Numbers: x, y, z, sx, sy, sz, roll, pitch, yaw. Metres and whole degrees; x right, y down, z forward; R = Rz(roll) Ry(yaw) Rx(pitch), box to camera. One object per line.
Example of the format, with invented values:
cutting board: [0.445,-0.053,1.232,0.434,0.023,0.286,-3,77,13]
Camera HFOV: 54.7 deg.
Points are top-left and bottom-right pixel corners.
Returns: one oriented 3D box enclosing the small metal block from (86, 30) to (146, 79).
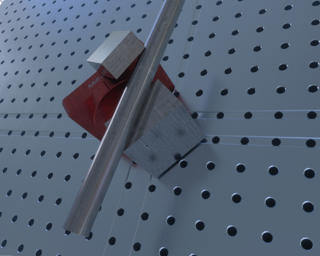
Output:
small metal block: [-0.052,-0.086,0.362,0.050,0.025,0.050,-50,33,-10]

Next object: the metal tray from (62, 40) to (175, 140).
metal tray: [-0.052,-0.045,0.419,0.130,0.090,0.030,-40,51,1]

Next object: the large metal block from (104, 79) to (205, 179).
large metal block: [-0.004,0.004,0.368,0.080,0.080,0.050,-40,51,1]

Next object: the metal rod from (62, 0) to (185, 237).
metal rod: [-0.029,-0.034,0.340,0.025,0.025,0.300,7,65,31]

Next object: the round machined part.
round machined part: [-0.038,-0.022,0.398,0.098,0.098,0.042,-41,51,0]
